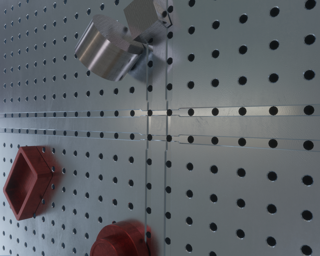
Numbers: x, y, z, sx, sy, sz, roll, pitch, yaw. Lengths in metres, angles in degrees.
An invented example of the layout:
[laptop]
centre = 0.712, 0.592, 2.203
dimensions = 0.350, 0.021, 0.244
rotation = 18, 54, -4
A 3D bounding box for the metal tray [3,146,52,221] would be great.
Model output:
[metal tray]
centre = -0.273, 0.112, 0.631
dimensions = 0.090, 0.030, 0.129
rotation = 46, 117, 30

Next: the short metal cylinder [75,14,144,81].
[short metal cylinder]
centre = -0.070, -0.111, 0.431
dimensions = 0.050, 0.081, 0.080
rotation = -48, 62, 30

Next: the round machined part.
[round machined part]
centre = -0.065, 0.191, 0.452
dimensions = 0.098, 0.042, 0.097
rotation = 0, 90, 40

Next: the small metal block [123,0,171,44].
[small metal block]
centre = -0.019, -0.153, 0.425
dimensions = 0.050, 0.025, 0.050
rotation = -27, 73, 36
